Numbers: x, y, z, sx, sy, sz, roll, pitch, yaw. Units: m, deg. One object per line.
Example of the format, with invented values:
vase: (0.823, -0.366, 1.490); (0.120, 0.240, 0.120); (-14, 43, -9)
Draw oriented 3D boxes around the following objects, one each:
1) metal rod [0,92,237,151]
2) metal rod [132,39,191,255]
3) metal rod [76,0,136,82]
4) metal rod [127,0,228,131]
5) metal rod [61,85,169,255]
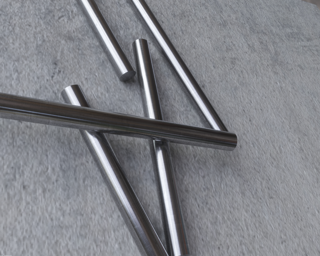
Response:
metal rod: (-0.042, -0.004, 0.351); (0.302, 0.025, 0.025); (9, 58, -24)
metal rod: (-0.004, 0.006, 0.399); (0.025, 0.025, 0.299); (4, 60, -27)
metal rod: (-0.115, -0.197, 0.462); (0.025, 0.025, 0.299); (-19, 72, -35)
metal rod: (0.016, -0.114, 0.483); (0.025, 0.025, 0.299); (-19, 72, -36)
metal rod: (-0.035, 0.080, 0.336); (0.025, 0.025, 0.299); (-19, 72, -36)
